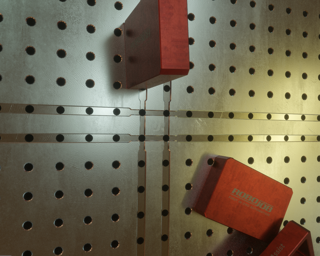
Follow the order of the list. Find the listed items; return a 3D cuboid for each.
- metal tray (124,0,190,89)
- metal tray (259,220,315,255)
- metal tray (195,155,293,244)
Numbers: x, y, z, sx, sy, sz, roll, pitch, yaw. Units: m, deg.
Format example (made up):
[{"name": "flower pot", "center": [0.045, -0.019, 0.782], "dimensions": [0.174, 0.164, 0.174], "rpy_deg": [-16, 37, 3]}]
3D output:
[{"name": "metal tray", "center": [-0.009, -0.096, 0.354], "dimensions": [0.030, 0.130, 0.089], "rpy_deg": [-3, 91, -20]}, {"name": "metal tray", "center": [0.173, 0.210, 0.456], "dimensions": [0.130, 0.030, 0.090], "rpy_deg": [-41, 129, -16]}, {"name": "metal tray", "center": [0.127, 0.107, 0.459], "dimensions": [0.131, 0.030, 0.090], "rpy_deg": [27, 81, -19]}]
